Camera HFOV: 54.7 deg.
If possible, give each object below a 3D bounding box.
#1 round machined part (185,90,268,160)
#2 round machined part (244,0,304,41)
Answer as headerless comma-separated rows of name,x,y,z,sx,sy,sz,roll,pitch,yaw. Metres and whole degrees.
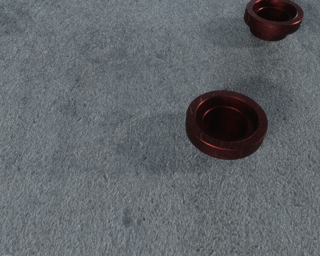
round machined part,0.081,0.001,0.392,0.099,0.042,0.098,0,50,0
round machined part,0.200,-0.192,0.555,0.099,0.042,0.098,0,50,0
